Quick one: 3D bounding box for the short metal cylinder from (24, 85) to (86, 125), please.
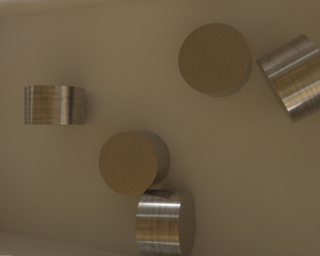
[{"bbox_3d":[-0.145,-0.030,0.431,0.080,0.080,0.050,0,90,19],"label":"short metal cylinder"}]

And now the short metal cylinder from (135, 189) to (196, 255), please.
[{"bbox_3d":[0.010,0.116,0.377,0.050,0.080,0.079,-3,89,20],"label":"short metal cylinder"}]

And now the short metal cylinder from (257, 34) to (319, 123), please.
[{"bbox_3d":[0.146,-0.051,0.330,0.050,0.080,0.080,-30,81,17],"label":"short metal cylinder"}]

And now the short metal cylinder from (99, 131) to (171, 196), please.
[{"bbox_3d":[-0.032,0.044,0.408,0.080,0.050,0.079,0,90,19],"label":"short metal cylinder"}]

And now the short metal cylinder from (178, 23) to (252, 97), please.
[{"bbox_3d":[0.068,-0.079,0.373,0.080,0.050,0.079,0,90,19],"label":"short metal cylinder"}]
